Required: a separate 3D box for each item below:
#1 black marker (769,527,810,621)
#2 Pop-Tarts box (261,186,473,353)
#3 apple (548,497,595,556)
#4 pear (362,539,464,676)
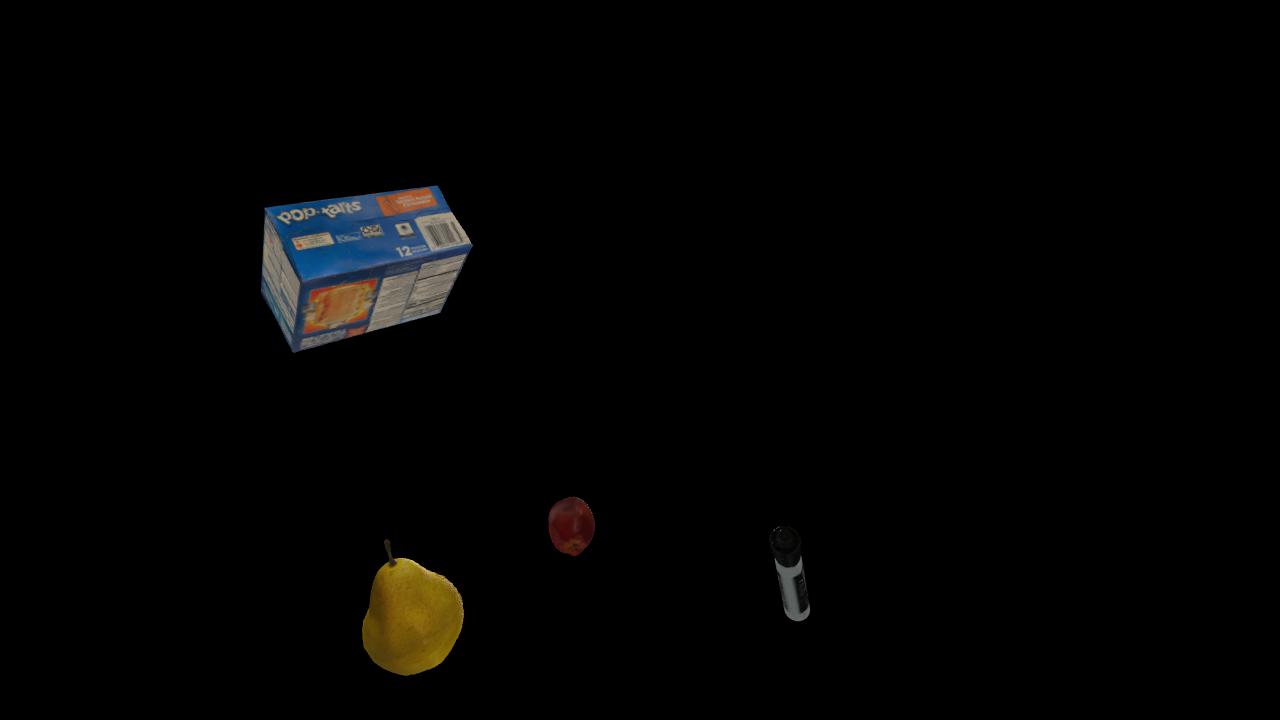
[{"bbox_3d":[0.101,0.144,0.410,0.020,0.020,0.121,0,-40,19],"label":"black marker"},{"bbox_3d":[-0.281,-0.094,0.631,0.167,0.083,0.141,-22,-13,-39],"label":"Pop-Tarts box"},{"bbox_3d":[-0.108,0.262,0.979,0.079,0.079,0.093,0,28,-9],"label":"apple"},{"bbox_3d":[-0.185,0.194,0.486,0.080,0.111,0.080,-7,35,5],"label":"pear"}]
